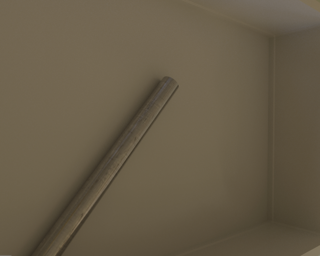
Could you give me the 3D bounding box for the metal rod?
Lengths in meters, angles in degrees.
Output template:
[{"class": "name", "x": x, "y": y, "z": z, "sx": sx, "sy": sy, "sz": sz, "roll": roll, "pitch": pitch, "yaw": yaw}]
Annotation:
[{"class": "metal rod", "x": -0.062, "y": 0.052, "z": 0.356, "sx": 0.025, "sy": 0.025, "sz": 0.301, "roll": 50, "pitch": 61, "yaw": -29}]
